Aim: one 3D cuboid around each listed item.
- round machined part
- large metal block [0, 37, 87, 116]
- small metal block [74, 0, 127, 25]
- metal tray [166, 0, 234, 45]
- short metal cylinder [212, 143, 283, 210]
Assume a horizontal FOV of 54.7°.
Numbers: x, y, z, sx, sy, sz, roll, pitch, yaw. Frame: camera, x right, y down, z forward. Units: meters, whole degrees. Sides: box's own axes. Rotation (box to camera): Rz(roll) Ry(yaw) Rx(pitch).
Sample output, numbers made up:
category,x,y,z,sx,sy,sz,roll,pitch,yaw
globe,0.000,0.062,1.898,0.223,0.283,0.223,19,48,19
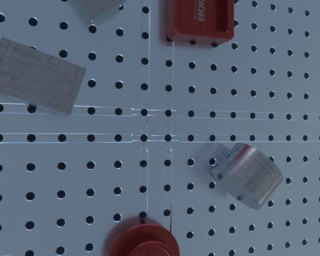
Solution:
category,x,y,z,sx,sy,sz,roll,pitch,yaw
round machined part,-0.019,0.172,0.397,0.099,0.042,0.097,0,90,-20
large metal block,-0.131,-0.049,0.335,0.081,0.080,0.050,19,84,-19
small metal block,-0.078,-0.165,0.383,0.050,0.025,0.050,-36,102,-16
metal tray,0.056,-0.187,0.430,0.091,0.030,0.129,0,90,-20
short metal cylinder,0.119,0.066,0.428,0.050,0.080,0.080,-46,104,-14
